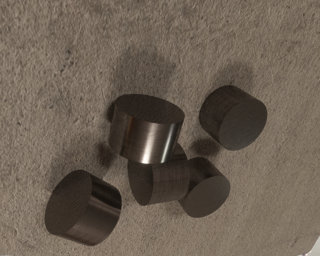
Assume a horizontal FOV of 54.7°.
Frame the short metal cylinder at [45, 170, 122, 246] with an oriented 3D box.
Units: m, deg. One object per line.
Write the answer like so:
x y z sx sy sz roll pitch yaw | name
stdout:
-0.094 0.098 0.382 0.080 0.080 0.050 -46 130 4 | short metal cylinder

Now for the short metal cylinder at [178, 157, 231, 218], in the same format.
0.062 0.092 0.484 0.081 0.050 0.079 -14 125 -21 | short metal cylinder

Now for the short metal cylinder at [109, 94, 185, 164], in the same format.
-0.016 -0.001 0.363 0.081 0.080 0.050 0 119 -29 | short metal cylinder

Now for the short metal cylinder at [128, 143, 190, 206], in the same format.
-0.004 0.058 0.407 0.050 0.080 0.079 -3 120 -27 | short metal cylinder

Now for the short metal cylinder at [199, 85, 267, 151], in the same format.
0.103 -0.015 0.440 0.081 0.050 0.079 -14 125 -21 | short metal cylinder
